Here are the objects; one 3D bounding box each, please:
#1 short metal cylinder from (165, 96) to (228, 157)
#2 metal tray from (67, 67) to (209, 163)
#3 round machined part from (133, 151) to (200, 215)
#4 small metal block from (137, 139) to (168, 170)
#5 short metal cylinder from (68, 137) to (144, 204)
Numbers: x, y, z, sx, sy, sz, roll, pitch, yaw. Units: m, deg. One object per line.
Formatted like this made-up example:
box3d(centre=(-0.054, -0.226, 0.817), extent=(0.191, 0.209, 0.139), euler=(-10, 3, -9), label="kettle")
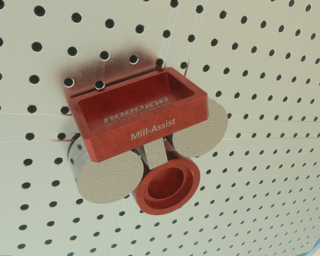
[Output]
box3d(centre=(0.041, -0.008, 0.408), extent=(0.081, 0.050, 0.079), euler=(-14, 124, -21), label="short metal cylinder")
box3d(centre=(-0.025, -0.021, 0.337), extent=(0.131, 0.090, 0.030), euler=(-21, 127, -15), label="metal tray")
box3d(centre=(0.005, 0.074, 0.443), extent=(0.099, 0.042, 0.097), euler=(-14, 124, -21), label="round machined part")
box3d(centre=(-0.016, 0.016, 0.391), extent=(0.025, 0.050, 0.050), euler=(-23, 127, -15), label="small metal block")
box3d(centre=(-0.067, 0.046, 0.382), extent=(0.081, 0.050, 0.079), euler=(-14, 124, -21), label="short metal cylinder")
